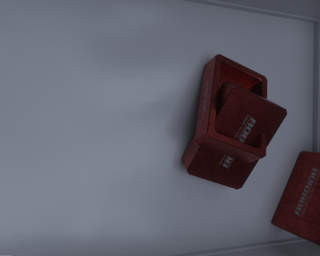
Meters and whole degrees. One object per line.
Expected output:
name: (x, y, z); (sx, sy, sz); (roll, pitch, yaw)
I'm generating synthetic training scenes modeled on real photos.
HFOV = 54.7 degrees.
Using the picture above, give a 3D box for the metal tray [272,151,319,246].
metal tray: (0.232, 0.102, 0.464); (0.030, 0.090, 0.130); (30, 80, -18)

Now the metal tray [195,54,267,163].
metal tray: (0.100, -0.027, 0.421); (0.091, 0.030, 0.130); (21, 61, -19)

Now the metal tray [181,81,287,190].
metal tray: (0.098, 0.013, 0.419); (0.091, 0.030, 0.129); (20, 107, -19)
